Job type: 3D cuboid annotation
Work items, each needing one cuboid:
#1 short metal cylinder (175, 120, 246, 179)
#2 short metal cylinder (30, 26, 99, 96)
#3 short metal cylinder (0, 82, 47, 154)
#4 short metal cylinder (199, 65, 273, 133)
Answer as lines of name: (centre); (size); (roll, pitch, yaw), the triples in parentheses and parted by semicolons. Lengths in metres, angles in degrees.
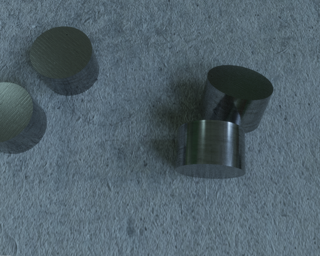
short metal cylinder: (0.060, 0.028, 0.369); (0.080, 0.080, 0.050); (4, 70, 1)
short metal cylinder: (-0.129, -0.091, 0.427); (0.081, 0.050, 0.080); (0, 70, 0)
short metal cylinder: (-0.194, -0.011, 0.398); (0.081, 0.050, 0.080); (0, 70, 0)
short metal cylinder: (0.094, -0.038, 0.391); (0.081, 0.050, 0.080); (5, 39, -4)
